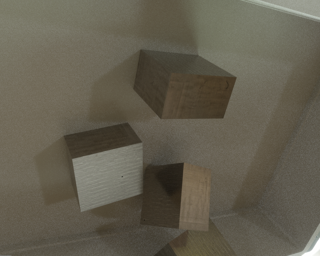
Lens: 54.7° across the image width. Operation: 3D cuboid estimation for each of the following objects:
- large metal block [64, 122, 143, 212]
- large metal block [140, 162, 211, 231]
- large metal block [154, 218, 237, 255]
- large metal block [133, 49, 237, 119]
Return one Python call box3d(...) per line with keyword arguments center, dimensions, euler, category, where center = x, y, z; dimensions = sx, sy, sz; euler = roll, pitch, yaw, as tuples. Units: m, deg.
box3d(center=(-0.068, 0.047, 0.384), dimensions=(0.081, 0.050, 0.079), euler=(-13, 124, -22), category="large metal block")
box3d(center=(0.021, 0.094, 0.421), dimensions=(0.050, 0.080, 0.080), euler=(18, 69, -35), category="large metal block")
box3d(center=(0.053, 0.182, 0.425), dimensions=(0.081, 0.080, 0.050), euler=(-19, 153, -39), category="large metal block")
box3d(center=(0.025, -0.051, 0.355), dimensions=(0.081, 0.080, 0.050), euler=(-2, 119, -28), category="large metal block")
